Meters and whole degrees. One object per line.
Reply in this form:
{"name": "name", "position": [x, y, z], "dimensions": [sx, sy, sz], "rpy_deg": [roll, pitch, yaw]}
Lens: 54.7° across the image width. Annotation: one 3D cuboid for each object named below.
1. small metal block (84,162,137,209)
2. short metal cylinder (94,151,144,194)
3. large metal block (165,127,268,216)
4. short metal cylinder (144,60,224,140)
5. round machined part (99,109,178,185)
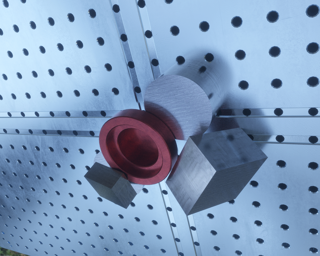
{"name": "small metal block", "position": [-0.065, 0.076, 0.412], "dimensions": [0.050, 0.025, 0.050], "rpy_deg": [15, 145, 34]}
{"name": "short metal cylinder", "position": [-0.049, 0.053, 0.453], "dimensions": [0.080, 0.050, 0.079], "rpy_deg": [13, 124, 21]}
{"name": "large metal block", "position": [0.064, 0.050, 0.364], "dimensions": [0.050, 0.081, 0.079], "rpy_deg": [55, 138, 34]}
{"name": "short metal cylinder", "position": [0.029, -0.033, 0.360], "dimensions": [0.080, 0.050, 0.079], "rpy_deg": [13, 124, 21]}
{"name": "round machined part", "position": [-0.023, 0.020, 0.386], "dimensions": [0.098, 0.042, 0.097], "rpy_deg": [13, 124, 21]}
